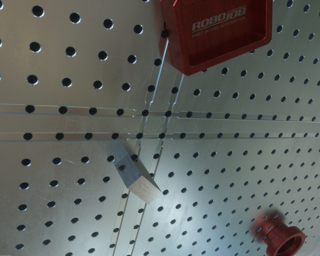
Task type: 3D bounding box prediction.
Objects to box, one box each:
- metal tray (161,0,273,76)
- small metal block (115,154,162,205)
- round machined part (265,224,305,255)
[{"bbox_3d":[0.073,-0.127,0.370,0.131,0.030,0.089,-24,128,-14],"label":"metal tray"},{"bbox_3d":[-0.030,0.070,0.424,0.025,0.050,0.050,-42,130,0],"label":"small metal block"},{"bbox_3d":[0.288,0.267,0.727,0.099,0.042,0.097,-14,125,-21],"label":"round machined part"}]
